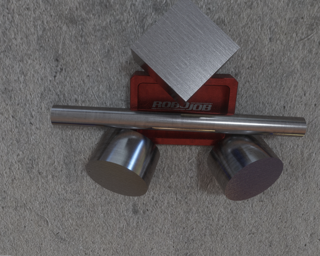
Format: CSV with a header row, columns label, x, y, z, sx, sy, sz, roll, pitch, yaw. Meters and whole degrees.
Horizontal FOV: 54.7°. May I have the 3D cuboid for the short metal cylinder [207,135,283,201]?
label,x,y,z,sx,sy,sz,roll,pitch,yaw
short metal cylinder,0.108,0.049,0.399,0.081,0.050,0.079,-14,135,-14

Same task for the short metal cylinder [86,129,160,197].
label,x,y,z,sx,sy,sz,roll,pitch,yaw
short metal cylinder,-0.046,0.045,0.394,0.080,0.050,0.080,13,143,11

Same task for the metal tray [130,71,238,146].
label,x,y,z,sx,sy,sz,roll,pitch,yaw
metal tray,0.028,-0.025,0.400,0.131,0.030,0.089,2,110,-1

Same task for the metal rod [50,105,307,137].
label,x,y,z,sx,sy,sz,roll,pitch,yaw
metal rod,0.023,-0.008,0.376,0.302,0.025,0.025,3,110,-2

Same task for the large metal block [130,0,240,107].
label,x,y,z,sx,sy,sz,roll,pitch,yaw
large metal block,0.026,-0.082,0.345,0.080,0.050,0.080,45,87,2
